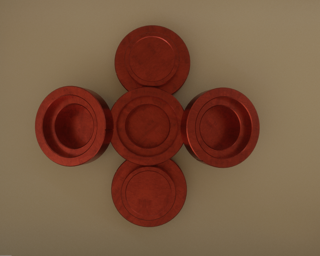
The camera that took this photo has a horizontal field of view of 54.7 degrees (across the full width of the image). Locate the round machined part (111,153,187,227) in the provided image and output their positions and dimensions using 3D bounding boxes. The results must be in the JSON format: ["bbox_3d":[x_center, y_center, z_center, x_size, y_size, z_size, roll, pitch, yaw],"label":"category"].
[{"bbox_3d":[-0.014,0.080,0.401,0.099,0.042,0.097,0,90,0],"label":"round machined part"}]

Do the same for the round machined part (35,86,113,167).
[{"bbox_3d":[-0.103,-0.002,0.392,0.098,0.042,0.097,0,90,17],"label":"round machined part"}]

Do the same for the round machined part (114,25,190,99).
[{"bbox_3d":[-0.010,-0.085,0.401,0.099,0.042,0.097,0,90,0],"label":"round machined part"}]

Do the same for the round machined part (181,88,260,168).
[{"bbox_3d":[0.072,0.000,0.393,0.099,0.042,0.097,0,90,-17],"label":"round machined part"}]

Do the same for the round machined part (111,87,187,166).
[{"bbox_3d":[-0.016,-0.002,0.400,0.099,0.042,0.097,0,90,0],"label":"round machined part"}]
